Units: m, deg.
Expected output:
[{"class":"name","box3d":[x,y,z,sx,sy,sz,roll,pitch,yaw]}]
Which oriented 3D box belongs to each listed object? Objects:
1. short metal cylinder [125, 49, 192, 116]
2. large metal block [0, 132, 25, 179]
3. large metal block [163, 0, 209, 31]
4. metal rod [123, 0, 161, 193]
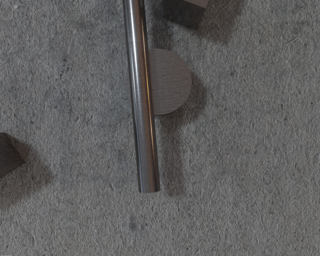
[{"class":"short metal cylinder","box3d":[-0.002,-0.056,0.397,0.081,0.050,0.080,0,90,0]},{"class":"large metal block","box3d":[-0.231,0.049,0.381,0.080,0.080,0.050,-33,90,0]},{"class":"large metal block","box3d":[0.041,-0.179,0.383,0.050,0.080,0.080,21,90,0]},{"class":"metal rod","box3d":[-0.025,-0.076,0.359,0.025,0.025,0.298,-5,90,0]}]
